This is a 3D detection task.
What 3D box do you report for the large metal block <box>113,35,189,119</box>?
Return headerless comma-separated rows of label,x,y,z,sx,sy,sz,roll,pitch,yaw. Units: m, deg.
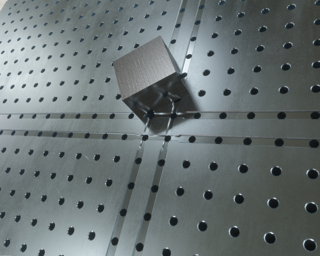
large metal block,-0.014,-0.073,0.445,0.080,0.050,0.080,-27,52,11
